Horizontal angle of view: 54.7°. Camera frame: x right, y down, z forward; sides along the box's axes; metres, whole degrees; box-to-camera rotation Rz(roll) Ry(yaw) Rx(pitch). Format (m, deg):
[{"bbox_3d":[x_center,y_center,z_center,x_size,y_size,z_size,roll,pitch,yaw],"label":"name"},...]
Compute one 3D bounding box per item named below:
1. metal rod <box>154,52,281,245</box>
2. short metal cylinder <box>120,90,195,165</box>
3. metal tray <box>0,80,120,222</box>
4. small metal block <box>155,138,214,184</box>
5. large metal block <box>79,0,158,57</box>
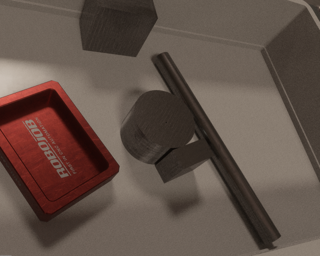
[{"bbox_3d":[0.073,0.018,0.436,0.025,0.025,0.299,-19,72,-35],"label":"metal rod"},{"bbox_3d":[-0.004,-0.001,0.389,0.081,0.050,0.080,14,56,-21],"label":"short metal cylinder"},{"bbox_3d":[-0.117,0.019,0.328,0.091,0.030,0.130,-31,79,-38],"label":"metal tray"},{"bbox_3d":[0.030,0.041,0.382,0.050,0.050,0.025,-18,72,-35],"label":"small metal block"},{"bbox_3d":[-0.060,-0.148,0.430,0.081,0.080,0.050,1,62,-28],"label":"large metal block"}]
